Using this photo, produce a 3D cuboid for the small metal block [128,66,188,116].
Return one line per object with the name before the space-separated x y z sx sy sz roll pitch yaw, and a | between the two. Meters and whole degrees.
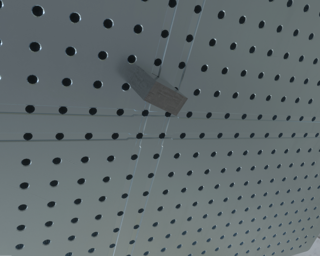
small metal block | -0.003 -0.044 0.368 0.050 0.050 0.025 23 106 -37
